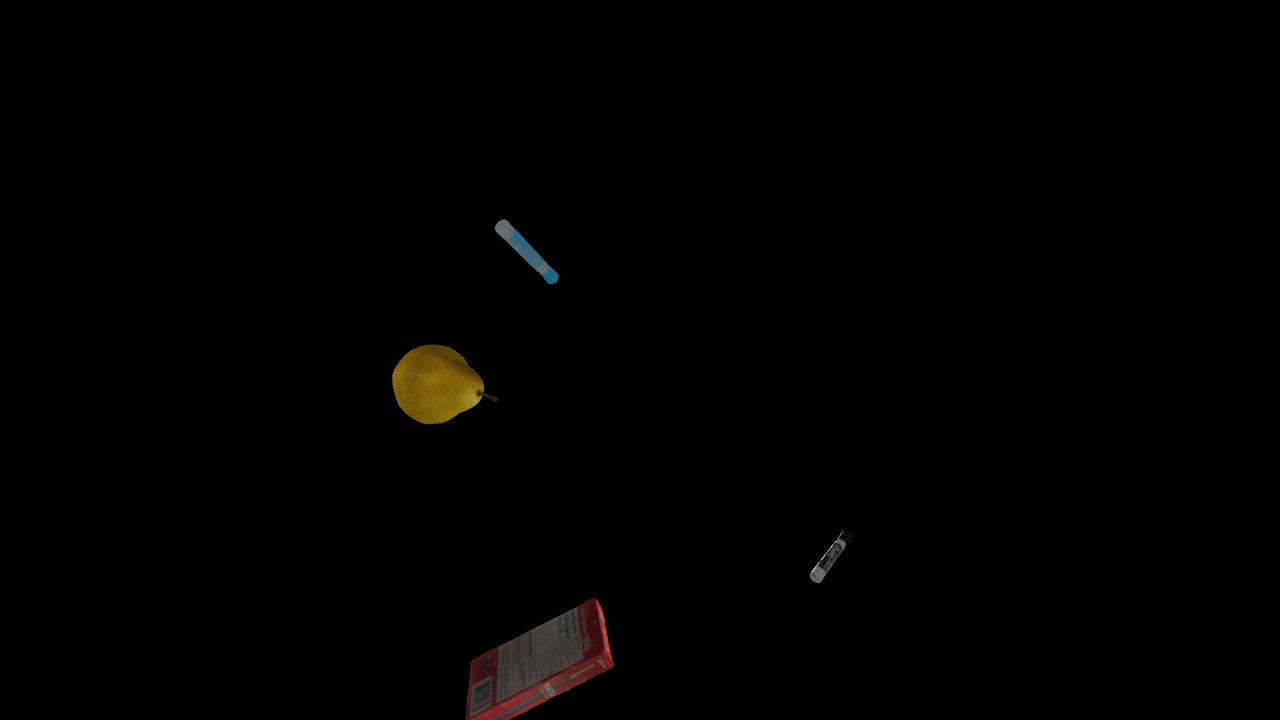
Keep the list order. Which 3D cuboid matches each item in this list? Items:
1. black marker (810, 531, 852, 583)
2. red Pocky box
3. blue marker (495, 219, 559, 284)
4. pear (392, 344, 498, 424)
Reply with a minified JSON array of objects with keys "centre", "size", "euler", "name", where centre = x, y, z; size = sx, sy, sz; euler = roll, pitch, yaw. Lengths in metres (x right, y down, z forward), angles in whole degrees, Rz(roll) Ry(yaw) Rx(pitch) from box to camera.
[{"centre":[0.295,0.298,0.942],"size":[0.020,0.020,0.121],"euler":[0,20,42],"name":"black marker"},{"centre":[-0.106,0.319,0.647],"size":[0.155,0.028,0.083],"euler":[-26,20,-2],"name":"red Pocky box"},{"centre":[-0.139,-0.133,0.779],"size":[0.020,0.020,0.121],"euler":[0,-26,29],"name":"blue marker"},{"centre":[-0.188,0.024,0.600],"size":[0.111,0.080,0.080],"euler":[-3,-2,34],"name":"pear"}]
